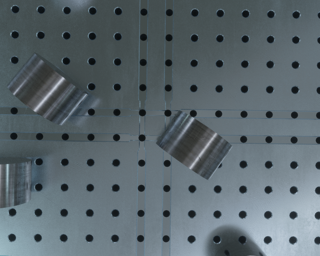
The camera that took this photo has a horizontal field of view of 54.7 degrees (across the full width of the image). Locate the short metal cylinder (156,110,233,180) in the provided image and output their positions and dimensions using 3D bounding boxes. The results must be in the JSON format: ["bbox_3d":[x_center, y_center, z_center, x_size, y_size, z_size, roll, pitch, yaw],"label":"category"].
[{"bbox_3d":[0.042,0.021,0.387,0.080,0.080,0.050,35,90,-1],"label":"short metal cylinder"}]

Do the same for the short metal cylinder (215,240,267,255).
[{"bbox_3d":[0.111,0.195,0.403,0.081,0.050,0.079,0,90,-1],"label":"short metal cylinder"}]

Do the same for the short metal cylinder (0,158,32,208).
[{"bbox_3d":[-0.203,0.065,0.383,0.081,0.080,0.050,1,90,-1],"label":"short metal cylinder"}]

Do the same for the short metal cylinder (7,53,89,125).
[{"bbox_3d":[-0.137,-0.048,0.384,0.080,0.080,0.050,39,90,-1],"label":"short metal cylinder"}]
